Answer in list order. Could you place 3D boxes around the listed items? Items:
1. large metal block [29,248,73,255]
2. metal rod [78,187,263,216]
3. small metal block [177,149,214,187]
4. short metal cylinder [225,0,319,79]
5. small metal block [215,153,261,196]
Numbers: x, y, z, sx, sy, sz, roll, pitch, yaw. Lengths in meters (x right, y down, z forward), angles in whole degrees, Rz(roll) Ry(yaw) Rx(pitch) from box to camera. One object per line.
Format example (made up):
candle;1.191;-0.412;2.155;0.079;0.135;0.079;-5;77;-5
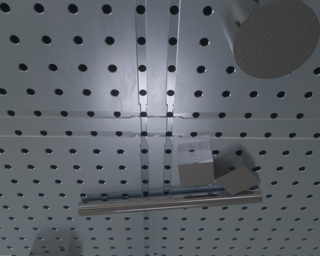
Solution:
large metal block;-0.224;0.298;0.647;0.080;0.050;0.080;-5;130;4
metal rod;0.015;0.123;0.516;0.302;0.025;0.025;-5;130;4
small metal block;0.053;0.061;0.464;0.050;0.025;0.050;-6;130;5
short metal cylinder;0.110;-0.097;0.313;0.081;0.050;0.079;0;130;0
small metal block;0.117;0.072;0.474;0.050;0.025;0.050;-32;123;24
